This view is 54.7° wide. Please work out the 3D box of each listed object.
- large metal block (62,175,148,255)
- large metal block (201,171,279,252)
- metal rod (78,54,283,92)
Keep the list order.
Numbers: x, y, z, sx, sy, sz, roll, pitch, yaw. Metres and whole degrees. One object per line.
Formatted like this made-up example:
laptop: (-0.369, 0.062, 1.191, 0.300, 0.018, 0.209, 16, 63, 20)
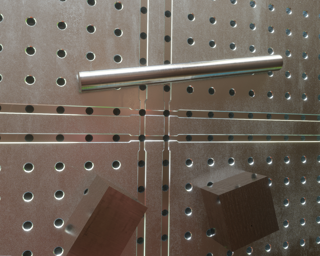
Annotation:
large metal block: (-0.067, 0.107, 0.359, 0.050, 0.080, 0.080, 34, 79, -17)
large metal block: (0.114, 0.116, 0.443, 0.081, 0.050, 0.080, -16, 96, -20)
metal rod: (0.042, -0.079, 0.429, 0.303, 0.025, 0.025, -9, 93, -20)
